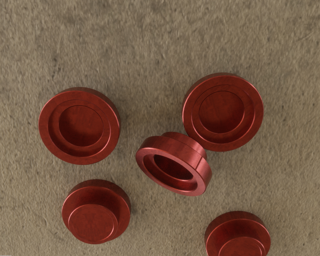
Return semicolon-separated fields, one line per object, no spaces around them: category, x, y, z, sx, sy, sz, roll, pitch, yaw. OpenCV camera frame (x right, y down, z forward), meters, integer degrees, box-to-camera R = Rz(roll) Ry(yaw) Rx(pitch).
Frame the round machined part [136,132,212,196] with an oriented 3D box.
round machined part;0.021;0.042;0.399;0.098;0.042;0.097;22;147;16

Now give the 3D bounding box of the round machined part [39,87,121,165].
round machined part;-0.099;-0.005;0.397;0.099;0.042;0.097;0;110;-1

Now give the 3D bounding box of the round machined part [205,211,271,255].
round machined part;0.119;0.179;0.468;0.099;0.042;0.097;0;110;-1

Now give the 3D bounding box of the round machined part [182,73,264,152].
round machined part;0.076;-0.022;0.394;0.099;0.042;0.097;0;110;-1

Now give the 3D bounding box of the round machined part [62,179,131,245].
round machined part;-0.093;0.127;0.446;0.099;0.042;0.097;0;110;-1
